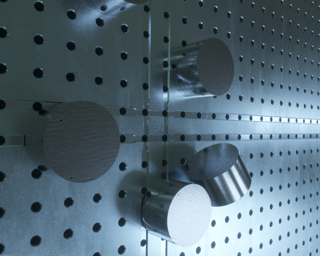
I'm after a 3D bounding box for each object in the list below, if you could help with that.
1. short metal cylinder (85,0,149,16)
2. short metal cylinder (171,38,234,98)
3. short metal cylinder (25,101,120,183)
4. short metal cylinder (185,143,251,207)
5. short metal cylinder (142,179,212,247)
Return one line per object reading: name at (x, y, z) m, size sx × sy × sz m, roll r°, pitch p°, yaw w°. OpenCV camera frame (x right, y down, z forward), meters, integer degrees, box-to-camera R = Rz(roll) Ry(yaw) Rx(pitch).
short metal cylinder at (-0.049, -0.175, 0.353) m, size 0.081 × 0.050 × 0.079 m, roll 0°, pitch 90°, yaw -40°
short metal cylinder at (0.062, -0.085, 0.447) m, size 0.081 × 0.050 × 0.079 m, roll 0°, pitch 90°, yaw -40°
short metal cylinder at (-0.089, 0.013, 0.320) m, size 0.081 × 0.050 × 0.079 m, roll 0°, pitch 90°, yaw -40°
short metal cylinder at (0.084, 0.066, 0.446) m, size 0.080 × 0.080 × 0.050 m, roll -44°, pitch 117°, yaw -31°
short metal cylinder at (0.023, 0.111, 0.415) m, size 0.081 × 0.050 × 0.079 m, roll 0°, pitch 90°, yaw -40°
